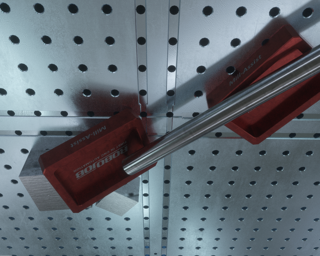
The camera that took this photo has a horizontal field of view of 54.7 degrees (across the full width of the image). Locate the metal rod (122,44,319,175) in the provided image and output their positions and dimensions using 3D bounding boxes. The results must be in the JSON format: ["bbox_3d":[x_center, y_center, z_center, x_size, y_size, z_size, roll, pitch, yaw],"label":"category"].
[{"bbox_3d":[0.076,-0.019,0.354,0.300,0.025,0.025,-31,124,23],"label":"metal rod"}]

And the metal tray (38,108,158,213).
[{"bbox_3d":[-0.075,0.043,0.404,0.131,0.030,0.090,-30,130,-14],"label":"metal tray"}]

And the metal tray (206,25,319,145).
[{"bbox_3d":[0.132,-0.044,0.371,0.090,0.030,0.129,31,123,-24],"label":"metal tray"}]

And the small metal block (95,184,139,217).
[{"bbox_3d":[-0.070,0.115,0.508,0.050,0.025,0.050,30,124,-23],"label":"small metal block"}]

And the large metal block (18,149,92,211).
[{"bbox_3d":[-0.146,0.076,0.459,0.080,0.050,0.080,-5,130,4],"label":"large metal block"}]
